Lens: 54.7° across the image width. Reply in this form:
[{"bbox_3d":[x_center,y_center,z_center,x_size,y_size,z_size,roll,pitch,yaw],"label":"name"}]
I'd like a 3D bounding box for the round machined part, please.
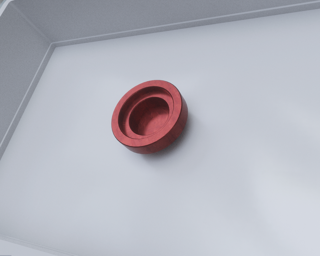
[{"bbox_3d":[-0.010,-0.011,0.400,0.098,0.042,0.098,-13,56,20],"label":"round machined part"}]
